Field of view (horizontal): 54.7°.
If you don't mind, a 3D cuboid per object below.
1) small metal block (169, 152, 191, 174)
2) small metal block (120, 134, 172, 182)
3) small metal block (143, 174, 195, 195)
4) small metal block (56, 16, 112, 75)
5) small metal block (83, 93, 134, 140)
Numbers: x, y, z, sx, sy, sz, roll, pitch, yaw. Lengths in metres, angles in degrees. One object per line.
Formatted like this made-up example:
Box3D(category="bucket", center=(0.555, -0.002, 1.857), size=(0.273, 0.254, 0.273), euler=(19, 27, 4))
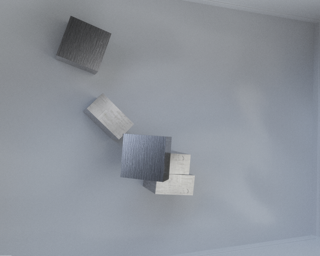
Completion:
Box3D(category="small metal block", center=(0.005, 0.043, 0.400), size=(0.050, 0.050, 0.025), euler=(5, 89, -21))
Box3D(category="small metal block", center=(-0.016, 0.033, 0.357), size=(0.050, 0.025, 0.050), euler=(4, 89, 16))
Box3D(category="small metal block", center=(0.010, 0.069, 0.402), size=(0.050, 0.050, 0.025), euler=(7, 88, -20))
Box3D(category="small metal block", center=(-0.093, -0.099, 0.377), size=(0.050, 0.025, 0.050), euler=(20, 83, -19))
Box3D(category="small metal block", center=(-0.064, -0.013, 0.374), size=(0.050, 0.050, 0.025), euler=(46, 76, -13))
